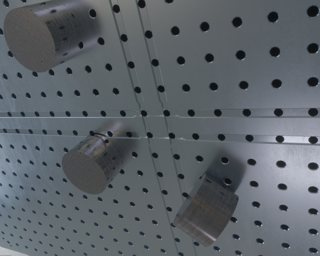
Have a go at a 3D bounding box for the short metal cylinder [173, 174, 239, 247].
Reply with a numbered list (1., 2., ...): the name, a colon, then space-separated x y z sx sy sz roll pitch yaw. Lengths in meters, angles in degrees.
1. short metal cylinder: 0.060 0.108 0.411 0.050 0.080 0.079 34 129 6

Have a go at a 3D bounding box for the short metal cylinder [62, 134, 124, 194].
1. short metal cylinder: -0.105 0.057 0.485 0.080 0.050 0.079 13 124 21

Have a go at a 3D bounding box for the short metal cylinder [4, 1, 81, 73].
1. short metal cylinder: -0.151 -0.118 0.402 0.080 0.050 0.079 13 124 21
